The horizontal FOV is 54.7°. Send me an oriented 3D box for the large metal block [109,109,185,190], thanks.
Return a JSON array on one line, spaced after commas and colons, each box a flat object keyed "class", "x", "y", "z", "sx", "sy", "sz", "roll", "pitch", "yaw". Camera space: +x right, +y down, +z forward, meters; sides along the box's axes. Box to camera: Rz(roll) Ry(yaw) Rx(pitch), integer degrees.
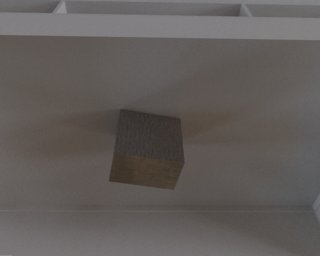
[{"class": "large metal block", "x": -0.017, "y": 0.026, "z": 0.392, "sx": 0.081, "sy": 0.080, "sz": 0.050, "roll": 9, "pitch": 129, "yaw": -8}]
